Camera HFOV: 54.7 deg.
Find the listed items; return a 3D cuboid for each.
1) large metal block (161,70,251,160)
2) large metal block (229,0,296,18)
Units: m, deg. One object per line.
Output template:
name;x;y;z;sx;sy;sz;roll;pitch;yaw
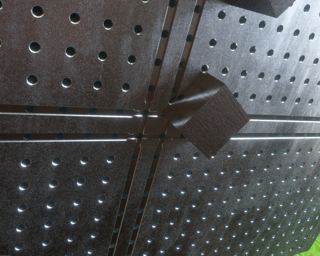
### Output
large metal block;0.063;-0.017;0.421;0.080;0.050;0.080;-45;130;3
large metal block;0.101;-0.172;0.326;0.050;0.080;0.080;-44;130;2
